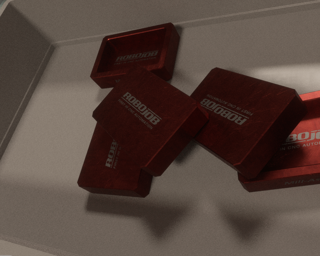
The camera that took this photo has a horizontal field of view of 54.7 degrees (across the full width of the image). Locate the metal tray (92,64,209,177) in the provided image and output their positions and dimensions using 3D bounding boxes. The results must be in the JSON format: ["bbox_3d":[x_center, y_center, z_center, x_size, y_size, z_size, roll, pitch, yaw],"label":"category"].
[{"bbox_3d":[-0.017,-0.015,0.368,0.090,0.030,0.130,-50,47,-1],"label":"metal tray"}]

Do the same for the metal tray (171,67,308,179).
[{"bbox_3d":[0.077,-0.013,0.339,0.090,0.030,0.130,-51,34,-2],"label":"metal tray"}]

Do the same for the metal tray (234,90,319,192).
[{"bbox_3d":[0.145,0.012,0.319,0.130,0.030,0.090,-12,57,21],"label":"metal tray"}]

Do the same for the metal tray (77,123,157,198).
[{"bbox_3d":[-0.048,0.023,0.412,0.090,0.030,0.130,-1,61,27],"label":"metal tray"}]

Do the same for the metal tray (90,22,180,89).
[{"bbox_3d":[-0.040,-0.113,0.490,0.130,0.030,0.090,-3,60,26],"label":"metal tray"}]
